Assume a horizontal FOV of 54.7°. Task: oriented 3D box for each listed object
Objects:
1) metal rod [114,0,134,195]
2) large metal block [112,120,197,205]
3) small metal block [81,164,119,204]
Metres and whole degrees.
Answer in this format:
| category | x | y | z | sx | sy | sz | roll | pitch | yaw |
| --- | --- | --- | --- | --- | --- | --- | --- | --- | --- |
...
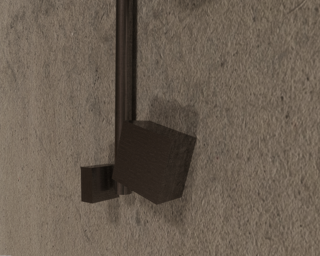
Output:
| category | x | y | z | sx | sy | sz | roll | pitch | yaw |
| --- | --- | --- | --- | --- | --- | --- | --- | --- | --- |
| metal rod | -0.052 | -0.055 | 0.445 | 0.025 | 0.025 | 0.298 | 1 | 91 | 39 |
| large metal block | -0.009 | 0.039 | 0.394 | 0.080 | 0.050 | 0.079 | 21 | 103 | 37 |
| small metal block | -0.088 | 0.081 | 0.459 | 0.025 | 0.050 | 0.050 | -2 | 89 | 40 |
